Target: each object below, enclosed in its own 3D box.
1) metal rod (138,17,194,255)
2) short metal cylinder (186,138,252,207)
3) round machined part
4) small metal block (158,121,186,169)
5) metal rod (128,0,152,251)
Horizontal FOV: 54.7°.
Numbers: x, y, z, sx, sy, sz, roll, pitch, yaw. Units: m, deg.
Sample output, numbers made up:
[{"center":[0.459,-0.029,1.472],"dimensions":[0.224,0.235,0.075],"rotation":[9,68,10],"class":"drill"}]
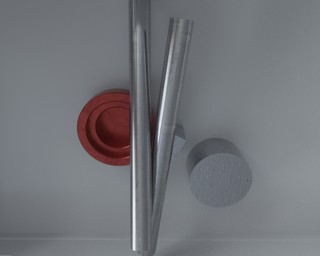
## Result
[{"center":[0.002,0.027,0.367],"dimensions":[0.025,0.025,0.298],"rotation":[7,110,-3],"class":"metal rod"},{"center":[0.078,0.060,0.421],"dimensions":[0.081,0.050,0.079],"rotation":[0,110,-1],"class":"short metal cylinder"},{"center":[-0.053,-0.004,0.400],"dimensions":[0.099,0.042,0.097],"rotation":[0,110,-1],"class":"round machined part"},{"center":[0.009,0.022,0.406],"dimensions":[0.025,0.050,0.050],"rotation":[27,108,-10],"class":"small metal block"},{"center":[-0.023,-0.010,0.356],"dimensions":[0.025,0.025,0.298],"rotation":[0,93,-1],"class":"metal rod"}]
